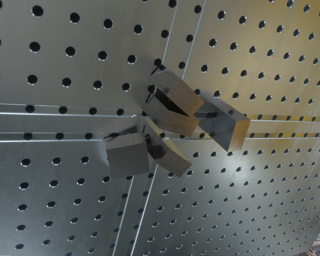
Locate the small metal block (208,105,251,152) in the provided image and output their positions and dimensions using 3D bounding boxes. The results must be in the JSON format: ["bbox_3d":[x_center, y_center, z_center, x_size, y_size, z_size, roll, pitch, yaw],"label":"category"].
[{"bbox_3d":[0.100,0.000,0.452,0.025,0.050,0.050,-6,121,-26],"label":"small metal block"}]

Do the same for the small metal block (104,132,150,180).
[{"bbox_3d":[-0.043,0.036,0.406,0.050,0.025,0.050,-10,124,-9],"label":"small metal block"}]

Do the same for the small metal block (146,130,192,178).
[{"bbox_3d":[0.009,0.035,0.423,0.025,0.050,0.050,-49,130,5],"label":"small metal block"}]

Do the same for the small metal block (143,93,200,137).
[{"bbox_3d":[0.014,-0.016,0.394,0.050,0.050,0.025,16,110,-35],"label":"small metal block"}]

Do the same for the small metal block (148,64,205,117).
[{"bbox_3d":[0.020,-0.046,0.379,0.025,0.050,0.050,-48,129,5],"label":"small metal block"}]
